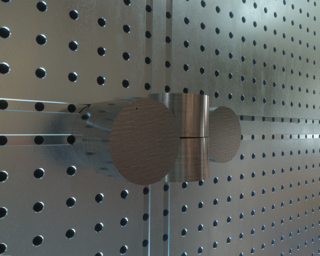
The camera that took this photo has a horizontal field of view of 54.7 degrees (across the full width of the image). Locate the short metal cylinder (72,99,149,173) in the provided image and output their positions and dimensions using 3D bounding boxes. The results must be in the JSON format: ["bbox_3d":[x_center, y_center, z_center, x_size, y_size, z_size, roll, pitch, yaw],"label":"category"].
[{"bbox_3d":[-0.050,0.009,0.350,0.081,0.050,0.079,0,90,-40],"label":"short metal cylinder"}]

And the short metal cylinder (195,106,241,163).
[{"bbox_3d":[0.074,0.009,0.453,0.081,0.050,0.079,0,90,-40],"label":"short metal cylinder"}]

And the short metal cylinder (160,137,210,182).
[{"bbox_3d":[0.022,0.036,0.391,0.081,0.080,0.050,-2,91,-40],"label":"short metal cylinder"}]

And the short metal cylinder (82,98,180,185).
[{"bbox_3d":[-0.027,0.012,0.303,0.081,0.050,0.079,0,90,-40],"label":"short metal cylinder"}]

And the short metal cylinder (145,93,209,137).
[{"bbox_3d":[0.021,-0.015,0.391,0.081,0.080,0.050,1,90,-40],"label":"short metal cylinder"}]
